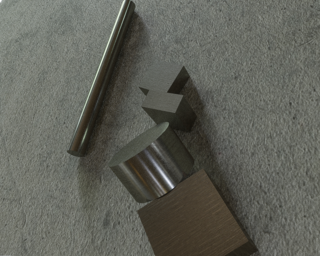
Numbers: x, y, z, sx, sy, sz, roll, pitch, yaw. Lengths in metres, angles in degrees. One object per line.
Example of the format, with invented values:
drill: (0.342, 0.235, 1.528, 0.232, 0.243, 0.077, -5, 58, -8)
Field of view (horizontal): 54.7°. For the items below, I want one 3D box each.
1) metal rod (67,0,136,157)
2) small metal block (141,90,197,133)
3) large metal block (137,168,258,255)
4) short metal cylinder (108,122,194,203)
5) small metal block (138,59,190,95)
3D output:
metal rod: (-0.089, -0.095, 0.506, 0.025, 0.025, 0.300, -1, 61, 27)
small metal block: (0.012, -0.021, 0.393, 0.050, 0.050, 0.025, 13, 69, 33)
large metal block: (0.036, 0.101, 0.306, 0.080, 0.050, 0.080, -34, 52, 5)
short metal cylinder: (-0.009, 0.037, 0.343, 0.080, 0.050, 0.080, -33, 11, 8)
small metal block: (0.006, -0.066, 0.440, 0.050, 0.025, 0.050, 21, 73, 35)
